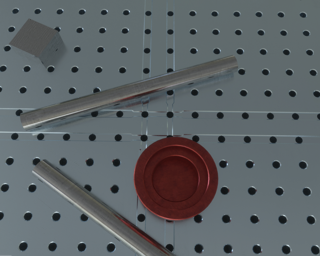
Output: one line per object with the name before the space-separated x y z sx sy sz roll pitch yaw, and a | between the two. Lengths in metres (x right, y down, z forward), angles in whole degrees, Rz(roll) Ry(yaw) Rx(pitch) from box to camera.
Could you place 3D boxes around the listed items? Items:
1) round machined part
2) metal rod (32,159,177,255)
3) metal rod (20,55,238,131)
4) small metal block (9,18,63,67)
round machined part | 0.019 0.063 0.380 0.099 0.042 0.098 0 70 0
metal rod | -0.029 0.130 0.363 0.300 0.025 0.025 33 73 11
metal rod | -0.037 -0.050 0.429 0.302 0.025 0.025 -16 71 -6
small metal block | -0.182 -0.126 0.456 0.050 0.025 0.050 25 72 8
